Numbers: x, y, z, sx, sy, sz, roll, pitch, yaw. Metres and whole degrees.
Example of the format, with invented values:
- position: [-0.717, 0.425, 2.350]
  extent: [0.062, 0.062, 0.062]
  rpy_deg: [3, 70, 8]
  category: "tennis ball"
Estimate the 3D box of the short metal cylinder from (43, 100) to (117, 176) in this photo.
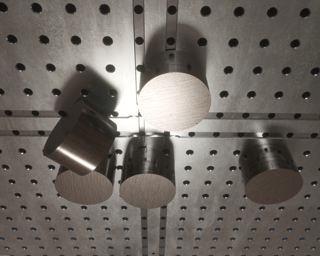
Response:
- position: [-0.099, 0.012, 0.385]
  extent: [0.080, 0.080, 0.050]
  rpy_deg: [-37, 121, 27]
  category: "short metal cylinder"

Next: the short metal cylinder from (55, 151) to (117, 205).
- position: [-0.106, 0.067, 0.451]
  extent: [0.081, 0.050, 0.079]
  rpy_deg: [0, 130, 0]
  category: "short metal cylinder"

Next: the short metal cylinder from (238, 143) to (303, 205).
- position: [0.160, 0.068, 0.456]
  extent: [0.081, 0.050, 0.079]
  rpy_deg: [0, 130, 0]
  category: "short metal cylinder"

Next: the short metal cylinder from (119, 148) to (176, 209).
- position: [-0.018, 0.075, 0.459]
  extent: [0.081, 0.050, 0.079]
  rpy_deg: [0, 130, 0]
  category: "short metal cylinder"

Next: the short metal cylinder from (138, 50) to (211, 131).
- position: [0.016, -0.042, 0.360]
  extent: [0.081, 0.050, 0.079]
  rpy_deg: [-1, 130, 0]
  category: "short metal cylinder"
